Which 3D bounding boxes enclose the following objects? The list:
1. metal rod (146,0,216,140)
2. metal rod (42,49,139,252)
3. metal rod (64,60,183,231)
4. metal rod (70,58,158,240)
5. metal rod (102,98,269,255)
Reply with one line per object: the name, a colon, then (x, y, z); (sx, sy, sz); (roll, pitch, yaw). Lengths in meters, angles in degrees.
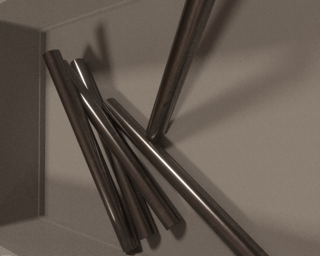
metal rod: (0.027, -0.089, 0.303); (0.025, 0.025, 0.298); (52, 145, 27)
metal rod: (-0.098, 0.032, 0.440); (0.025, 0.025, 0.299); (-23, 90, 37)
metal rod: (-0.069, 0.011, 0.440); (0.300, 0.025, 0.025); (51, 120, 20)
metal rod: (-0.076, 0.019, 0.466); (0.025, 0.025, 0.299); (-39, 67, 33)
metal rod: (0.016, 0.055, 0.391); (0.300, 0.025, 0.025); (44, 116, 30)
